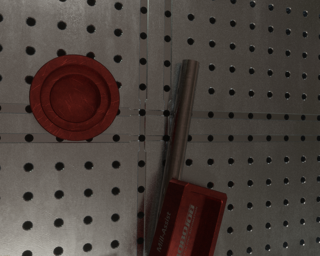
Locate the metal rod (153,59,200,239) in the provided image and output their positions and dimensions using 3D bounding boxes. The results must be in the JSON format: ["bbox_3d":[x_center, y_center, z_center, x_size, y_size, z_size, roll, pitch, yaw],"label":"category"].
[{"bbox_3d":[0.019,0.056,0.420,0.025,0.025,0.298,11,86,-20],"label":"metal rod"}]

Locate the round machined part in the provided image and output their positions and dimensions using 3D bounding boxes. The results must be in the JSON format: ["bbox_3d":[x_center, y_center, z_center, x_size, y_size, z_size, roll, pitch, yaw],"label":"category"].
[{"bbox_3d":[-0.101,-0.034,0.367,0.099,0.042,0.097,0,90,-21],"label":"round machined part"}]

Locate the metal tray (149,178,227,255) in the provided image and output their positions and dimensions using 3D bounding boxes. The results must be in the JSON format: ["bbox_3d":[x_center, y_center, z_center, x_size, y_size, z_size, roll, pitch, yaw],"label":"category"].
[{"bbox_3d":[0.037,0.140,0.405,0.090,0.030,0.129,24,78,-40],"label":"metal tray"}]
